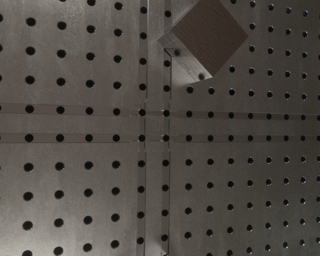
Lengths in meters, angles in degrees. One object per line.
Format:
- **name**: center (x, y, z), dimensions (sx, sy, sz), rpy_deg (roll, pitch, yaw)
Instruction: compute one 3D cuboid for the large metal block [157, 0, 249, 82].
- **large metal block**: center (0.058, -0.122, 0.422), dimensions (0.080, 0.050, 0.080), rpy_deg (45, 76, -15)
